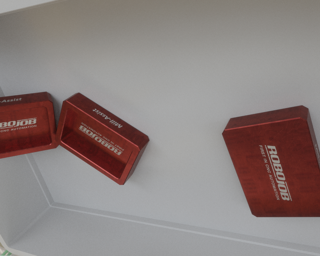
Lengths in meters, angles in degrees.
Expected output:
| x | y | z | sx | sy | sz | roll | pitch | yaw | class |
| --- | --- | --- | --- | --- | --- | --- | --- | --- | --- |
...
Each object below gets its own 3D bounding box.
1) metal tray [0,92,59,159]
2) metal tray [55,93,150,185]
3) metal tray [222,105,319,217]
| x | y | z | sx | sy | sz | roll | pitch | yaw | class |
| --- | --- | --- | --- | --- | --- | --- | --- | --- | --- |
| -0.227 | -0.001 | 0.468 | 0.030 | 0.131 | 0.089 | -128 | 34 | -48 | metal tray |
| -0.090 | 0.018 | 0.463 | 0.130 | 0.030 | 0.089 | 32 | 129 | 7 | metal tray |
| 0.137 | 0.044 | 0.361 | 0.090 | 0.030 | 0.129 | -11 | 113 | 33 | metal tray |
